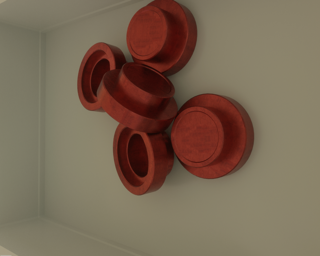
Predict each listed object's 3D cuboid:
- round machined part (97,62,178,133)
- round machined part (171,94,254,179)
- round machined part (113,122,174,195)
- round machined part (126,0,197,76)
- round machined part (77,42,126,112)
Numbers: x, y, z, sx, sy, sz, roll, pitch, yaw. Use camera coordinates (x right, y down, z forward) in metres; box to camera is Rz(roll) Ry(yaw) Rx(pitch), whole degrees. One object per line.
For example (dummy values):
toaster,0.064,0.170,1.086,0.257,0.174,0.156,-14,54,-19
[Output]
round machined part,-0.021,-0.042,0.370,0.098,0.099,0.042,51,127,28
round machined part,0.051,0.010,0.352,0.098,0.042,0.097,0,90,39
round machined part,-0.019,0.034,0.399,0.098,0.042,0.097,12,105,53
round machined part,-0.005,-0.117,0.398,0.098,0.042,0.097,0,90,39
round machined part,-0.077,-0.071,0.451,0.098,0.042,0.097,-7,80,46
